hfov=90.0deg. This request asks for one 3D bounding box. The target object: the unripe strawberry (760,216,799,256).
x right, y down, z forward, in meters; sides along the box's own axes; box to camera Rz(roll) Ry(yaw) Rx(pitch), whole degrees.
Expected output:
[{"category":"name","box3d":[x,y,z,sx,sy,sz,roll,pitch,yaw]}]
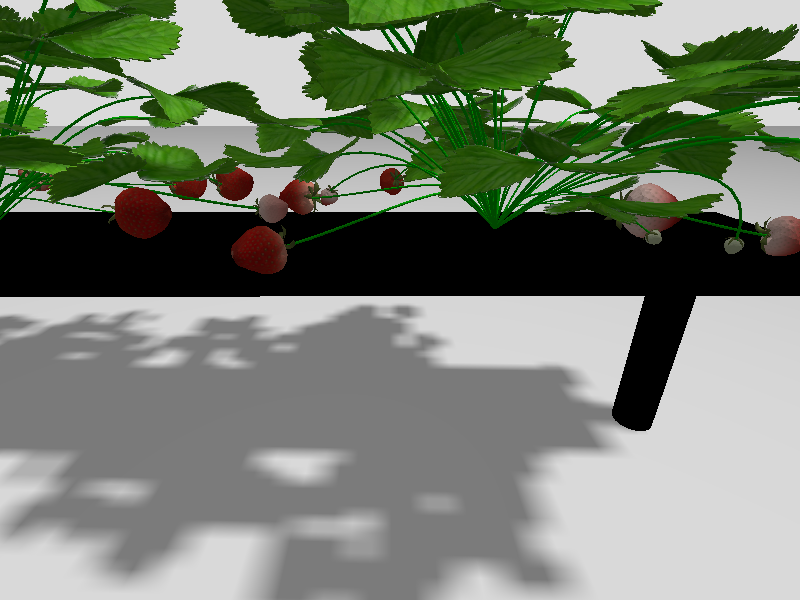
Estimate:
[{"category":"unripe strawberry","box3d":[0.272,-0.044,0.281,0.028,0.029,0.025,10,27,20]}]

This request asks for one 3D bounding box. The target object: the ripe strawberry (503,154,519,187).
[{"category":"ripe strawberry","box3d":[0.147,-0.187,0.565,0.048,0.050,0.052,6,25,13]}]

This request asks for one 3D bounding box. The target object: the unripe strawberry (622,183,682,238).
[{"category":"unripe strawberry","box3d":[0.209,-0.073,0.330,0.045,0.043,0.041,4,26,8]}]

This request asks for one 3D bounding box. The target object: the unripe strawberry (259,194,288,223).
[{"category":"unripe strawberry","box3d":[-0.118,-0.086,0.377,0.026,0.026,0.025,-2,25,-6]}]

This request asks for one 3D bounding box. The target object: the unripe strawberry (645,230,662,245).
[{"category":"unripe strawberry","box3d":[0.201,-0.049,0.316,0.011,0.011,0.011,39,32,1]}]

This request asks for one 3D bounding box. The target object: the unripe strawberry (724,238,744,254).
[{"category":"unripe strawberry","box3d":[0.239,-0.038,0.287,0.011,0.011,0.011,12,28,23]}]

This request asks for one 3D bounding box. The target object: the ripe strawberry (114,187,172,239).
[{"category":"ripe strawberry","box3d":[-0.209,-0.072,0.331,0.042,0.041,0.039,4,25,6]}]

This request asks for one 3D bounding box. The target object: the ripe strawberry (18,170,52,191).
[{"category":"ripe strawberry","box3d":[-0.468,-0.160,0.520,0.038,0.035,0.035,-13,28,-26]}]

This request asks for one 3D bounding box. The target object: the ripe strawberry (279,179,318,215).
[{"category":"ripe strawberry","box3d":[-0.101,-0.103,0.398,0.035,0.035,0.038,6,26,15]}]

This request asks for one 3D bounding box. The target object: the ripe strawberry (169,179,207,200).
[{"category":"ripe strawberry","box3d":[-0.251,-0.141,0.477,0.039,0.041,0.042,19,31,35]}]

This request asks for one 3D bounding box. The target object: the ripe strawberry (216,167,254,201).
[{"category":"ripe strawberry","box3d":[-0.194,-0.139,0.474,0.041,0.040,0.038,-18,31,-35]}]

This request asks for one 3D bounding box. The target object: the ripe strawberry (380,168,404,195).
[{"category":"ripe strawberry","box3d":[-0.012,-0.148,0.503,0.030,0.032,0.033,-14,10,-27]}]

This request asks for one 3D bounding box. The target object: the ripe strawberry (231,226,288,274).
[{"category":"ripe strawberry","box3d":[-0.088,-0.030,0.248,0.031,0.031,0.034,-16,30,-29]}]

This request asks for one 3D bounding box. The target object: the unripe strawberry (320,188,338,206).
[{"category":"unripe strawberry","box3d":[-0.078,-0.112,0.439,0.019,0.018,0.021,-50,-8,38]}]
